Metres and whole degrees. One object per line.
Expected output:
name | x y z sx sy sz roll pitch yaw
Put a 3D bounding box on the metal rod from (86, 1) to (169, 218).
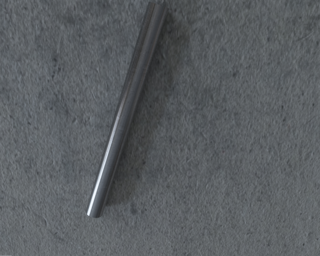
metal rod | -0.049 -0.009 0.405 0.025 0.025 0.298 17 109 -7
